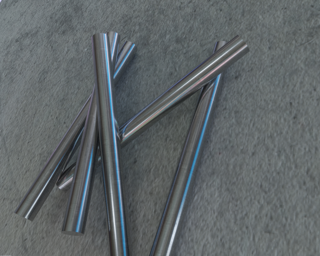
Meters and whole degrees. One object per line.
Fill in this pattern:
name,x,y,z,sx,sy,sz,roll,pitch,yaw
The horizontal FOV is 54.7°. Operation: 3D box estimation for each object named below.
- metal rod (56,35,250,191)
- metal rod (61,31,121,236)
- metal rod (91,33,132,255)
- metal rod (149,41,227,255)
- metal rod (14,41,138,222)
metal rod,-0.018,-0.013,0.399,0.300,0.025,0.025,-37,51,11
metal rod,-0.085,-0.014,0.412,0.025,0.025,0.299,-10,57,23
metal rod,-0.062,0.014,0.381,0.025,0.025,0.299,-16,69,19
metal rod,0.041,0.020,0.369,0.025,0.025,0.300,6,64,30
metal rod,-0.108,-0.012,0.444,0.025,0.025,0.300,9,59,32
